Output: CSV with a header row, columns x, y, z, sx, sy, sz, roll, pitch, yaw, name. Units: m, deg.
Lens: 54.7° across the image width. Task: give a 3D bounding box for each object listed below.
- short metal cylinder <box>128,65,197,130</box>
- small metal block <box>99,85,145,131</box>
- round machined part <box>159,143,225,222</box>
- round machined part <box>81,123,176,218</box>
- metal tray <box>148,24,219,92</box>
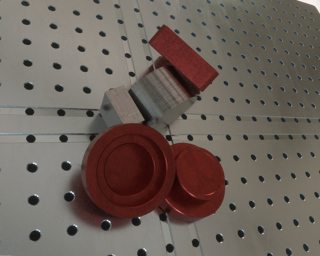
x,y,z,sx,sy,sz,roll,pitch,yaw,name
0.000,-0.035,0.396,0.081,0.080,0.050,-29,78,-38,short metal cylinder
-0.047,-0.015,0.375,0.025,0.050,0.050,-24,75,-27,small metal block
0.040,0.062,0.383,0.099,0.042,0.098,14,56,-21,round machined part
-0.036,0.044,0.336,0.099,0.042,0.097,0,89,-26,round machined part
0.037,-0.092,0.433,0.090,0.030,0.130,42,11,1,metal tray
